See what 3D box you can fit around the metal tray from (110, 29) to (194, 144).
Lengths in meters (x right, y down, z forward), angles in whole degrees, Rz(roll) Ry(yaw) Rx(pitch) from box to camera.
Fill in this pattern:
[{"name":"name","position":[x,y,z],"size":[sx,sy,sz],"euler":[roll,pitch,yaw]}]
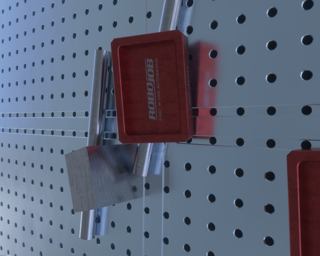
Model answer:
[{"name":"metal tray","position":[-0.009,-0.048,0.382],"size":[0.090,0.030,0.129],"euler":[-3,95,17]}]

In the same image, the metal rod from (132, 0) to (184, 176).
[{"name":"metal rod","position":[0.002,-0.082,0.405],"size":[0.025,0.025,0.298],"euler":[18,101,38]}]

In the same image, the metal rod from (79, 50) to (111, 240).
[{"name":"metal rod","position":[-0.103,0.029,0.491],"size":[0.025,0.025,0.298],"euler":[10,96,39]}]

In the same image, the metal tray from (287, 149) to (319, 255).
[{"name":"metal tray","position":[0.164,0.084,0.270],"size":[0.090,0.030,0.129],"euler":[-2,89,39]}]

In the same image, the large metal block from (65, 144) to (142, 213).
[{"name":"large metal block","position":[-0.079,0.068,0.436],"size":[0.050,0.081,0.080],"euler":[-20,78,38]}]
